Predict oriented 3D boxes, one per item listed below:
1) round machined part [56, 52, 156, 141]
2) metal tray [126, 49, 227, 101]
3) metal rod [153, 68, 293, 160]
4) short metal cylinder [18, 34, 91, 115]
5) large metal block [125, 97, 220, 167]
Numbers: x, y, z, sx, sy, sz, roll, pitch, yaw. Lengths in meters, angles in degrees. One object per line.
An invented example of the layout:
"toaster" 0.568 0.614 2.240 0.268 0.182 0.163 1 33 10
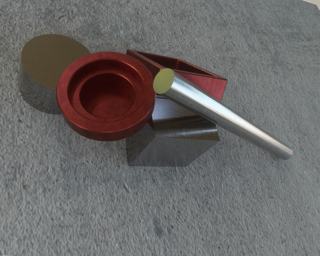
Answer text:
"round machined part" -0.055 -0.030 0.327 0.099 0.042 0.098 3 62 -5
"metal tray" 0.014 -0.070 0.406 0.091 0.030 0.130 4 20 -26
"metal rod" 0.101 -0.002 0.387 0.301 0.025 0.025 23 49 -45
"short metal cylinder" -0.121 -0.062 0.363 0.081 0.050 0.080 14 56 -21
"large metal block" 0.011 0.009 0.372 0.081 0.080 0.050 4 60 -26
